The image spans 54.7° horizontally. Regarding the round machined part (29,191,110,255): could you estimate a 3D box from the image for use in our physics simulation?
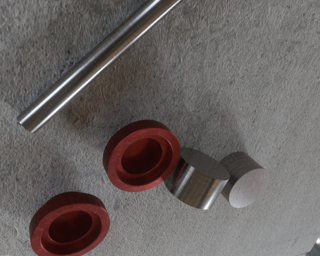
[{"bbox_3d":[-0.119,0.123,0.408,0.099,0.042,0.097,-14,125,-21],"label":"round machined part"}]

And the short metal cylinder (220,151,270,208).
[{"bbox_3d":[0.135,0.086,0.521,0.081,0.050,0.079,-14,125,-21],"label":"short metal cylinder"}]

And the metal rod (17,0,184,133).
[{"bbox_3d":[-0.029,-0.104,0.327,0.300,0.025,0.025,-42,130,0],"label":"metal rod"}]

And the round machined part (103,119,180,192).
[{"bbox_3d":[-0.027,0.032,0.402,0.099,0.042,0.097,-14,125,-21],"label":"round machined part"}]

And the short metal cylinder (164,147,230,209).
[{"bbox_3d":[0.053,0.071,0.446,0.081,0.080,0.050,15,111,-35],"label":"short metal cylinder"}]
